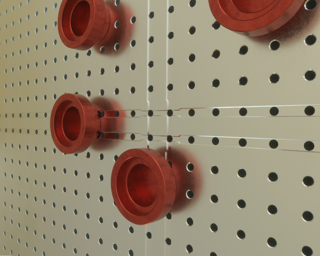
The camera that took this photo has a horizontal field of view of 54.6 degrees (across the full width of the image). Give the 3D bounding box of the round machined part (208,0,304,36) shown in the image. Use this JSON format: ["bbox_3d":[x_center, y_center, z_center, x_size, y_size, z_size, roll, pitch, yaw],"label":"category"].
[{"bbox_3d":[0.102,-0.142,0.315,0.098,0.042,0.097,0,90,40],"label":"round machined part"}]

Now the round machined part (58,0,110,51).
[{"bbox_3d":[-0.119,-0.173,0.498,0.098,0.042,0.097,0,90,40],"label":"round machined part"}]

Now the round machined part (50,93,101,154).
[{"bbox_3d":[-0.136,-0.007,0.513,0.098,0.042,0.097,0,90,40],"label":"round machined part"}]

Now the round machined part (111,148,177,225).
[{"bbox_3d":[-0.017,0.075,0.414,0.098,0.042,0.097,0,90,40],"label":"round machined part"}]
